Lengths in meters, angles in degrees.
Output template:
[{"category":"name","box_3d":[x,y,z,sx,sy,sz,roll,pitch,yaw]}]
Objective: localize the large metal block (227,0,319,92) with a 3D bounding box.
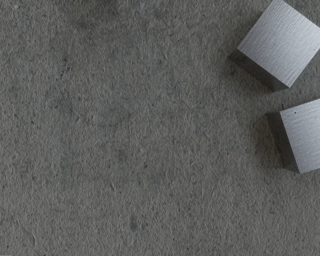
[{"category":"large metal block","box_3d":[0.148,-0.104,0.398,0.080,0.050,0.080,37,90,0]}]

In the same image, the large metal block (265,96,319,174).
[{"category":"large metal block","box_3d":[0.195,0.006,0.399,0.080,0.050,0.080,-18,90,0]}]
